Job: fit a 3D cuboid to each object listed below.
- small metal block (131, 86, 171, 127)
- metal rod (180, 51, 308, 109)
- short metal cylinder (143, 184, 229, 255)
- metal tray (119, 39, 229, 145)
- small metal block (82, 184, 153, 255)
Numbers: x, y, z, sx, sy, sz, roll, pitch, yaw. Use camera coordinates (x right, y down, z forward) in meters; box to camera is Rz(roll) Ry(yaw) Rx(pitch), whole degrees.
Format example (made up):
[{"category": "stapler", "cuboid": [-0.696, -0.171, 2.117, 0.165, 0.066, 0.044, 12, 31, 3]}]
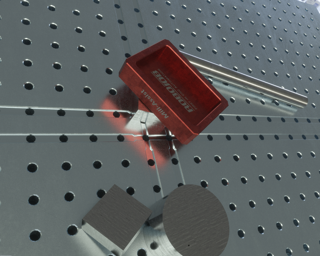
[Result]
[{"category": "small metal block", "cuboid": [-0.010, -0.034, 0.425, 0.050, 0.025, 0.050, 13, 56, -21]}, {"category": "metal rod", "cuboid": [0.133, -0.084, 0.533, 0.302, 0.025, 0.025, 14, 56, -21]}, {"category": "short metal cylinder", "cuboid": [0.028, 0.109, 0.343, 0.081, 0.050, 0.080, 14, 56, -21]}, {"category": "metal tray", "cuboid": [0.020, -0.052, 0.417, 0.130, 0.030, 0.091, 47, 51, 4]}, {"category": "small metal block", "cuboid": [-0.044, 0.095, 0.320, 0.050, 0.025, 0.050, 33, 50, 12]}]
